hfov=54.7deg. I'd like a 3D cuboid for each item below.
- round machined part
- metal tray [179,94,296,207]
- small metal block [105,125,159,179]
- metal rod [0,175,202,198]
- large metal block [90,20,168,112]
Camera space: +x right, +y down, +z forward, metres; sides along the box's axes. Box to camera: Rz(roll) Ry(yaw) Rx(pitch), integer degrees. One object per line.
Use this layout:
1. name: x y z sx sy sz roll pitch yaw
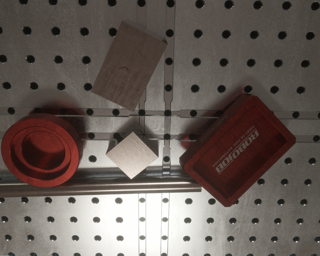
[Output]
1. round machined part: -0.152 0.026 0.412 0.099 0.042 0.097 0 110 -1
2. metal tray: 0.102 0.030 0.411 0.090 0.030 0.130 43 94 -15
3. small metal block: -0.037 0.033 0.425 0.050 0.025 0.050 -40 106 13
4. metal rod: -0.093 0.083 0.442 0.302 0.025 0.025 -2 110 0
5. large metal block: -0.033 -0.075 0.356 0.050 0.080 0.080 25 108 -9
